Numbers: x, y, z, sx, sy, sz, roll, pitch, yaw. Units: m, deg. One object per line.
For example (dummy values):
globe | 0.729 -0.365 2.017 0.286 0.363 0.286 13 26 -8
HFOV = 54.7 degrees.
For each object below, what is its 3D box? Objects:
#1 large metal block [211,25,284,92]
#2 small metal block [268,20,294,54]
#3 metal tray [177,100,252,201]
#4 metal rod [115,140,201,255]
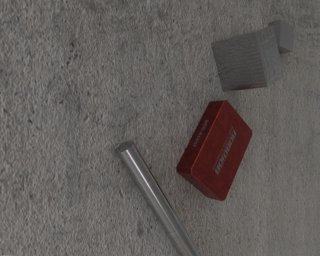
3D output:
large metal block | 0.135 -0.105 0.482 0.050 0.080 0.080 -28 108 -36
small metal block | 0.235 -0.176 0.600 0.050 0.025 0.050 5 87 -40
metal tray | 0.088 0.033 0.475 0.090 0.030 0.130 43 64 -31
metal rod | 0.023 0.144 0.424 0.025 0.025 0.299 -42 116 -32
